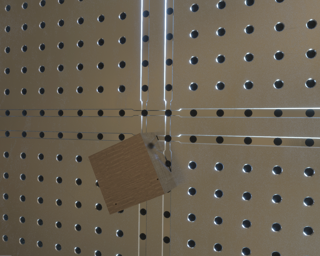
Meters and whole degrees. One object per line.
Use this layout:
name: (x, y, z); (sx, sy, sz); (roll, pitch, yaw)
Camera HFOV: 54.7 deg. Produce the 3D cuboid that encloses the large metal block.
large metal block: (-0.036, 0.058, 0.411); (0.080, 0.050, 0.080); (-25, 82, 18)
